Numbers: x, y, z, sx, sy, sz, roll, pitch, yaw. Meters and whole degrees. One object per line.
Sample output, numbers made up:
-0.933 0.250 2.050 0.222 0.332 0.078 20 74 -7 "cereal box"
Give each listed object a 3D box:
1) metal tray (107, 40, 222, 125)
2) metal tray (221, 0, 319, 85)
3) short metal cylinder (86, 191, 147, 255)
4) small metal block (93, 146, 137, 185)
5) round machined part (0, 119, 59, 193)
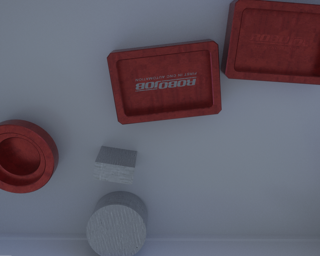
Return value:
0.007 -0.057 0.387 0.131 0.030 0.089 -6 110 2 "metal tray"
0.146 -0.102 0.372 0.131 0.030 0.089 4 110 -2 "metal tray"
-0.059 0.136 0.440 0.081 0.050 0.079 0 99 0 "short metal cylinder"
-0.059 0.049 0.415 0.050 0.050 0.025 9 110 -4 "small metal block"
-0.184 0.034 0.412 0.099 0.042 0.097 0 110 -1 "round machined part"
